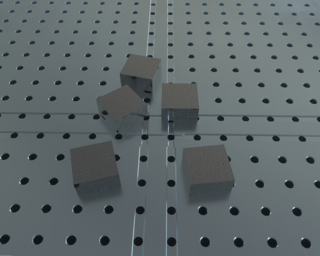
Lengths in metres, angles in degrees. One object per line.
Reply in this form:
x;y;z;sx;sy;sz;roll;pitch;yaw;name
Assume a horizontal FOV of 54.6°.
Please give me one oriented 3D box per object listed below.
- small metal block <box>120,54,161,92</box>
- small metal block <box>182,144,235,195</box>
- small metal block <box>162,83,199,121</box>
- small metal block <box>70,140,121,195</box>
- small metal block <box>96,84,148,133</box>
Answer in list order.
-0.029;-0.086;0.480;0.050;0.025;0.050;12;51;10;small metal block
0.056;0.049;0.367;0.050;0.025;0.050;-5;50;-4;small metal block
0.028;-0.037;0.439;0.050;0.025;0.050;1;50;0;small metal block
-0.077;0.047;0.368;0.050;0.025;0.050;-12;51;-10;small metal block
-0.053;-0.028;0.431;0.050;0.025;0.050;-30;56;-23;small metal block
